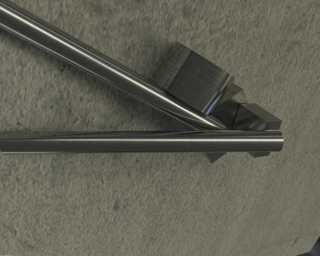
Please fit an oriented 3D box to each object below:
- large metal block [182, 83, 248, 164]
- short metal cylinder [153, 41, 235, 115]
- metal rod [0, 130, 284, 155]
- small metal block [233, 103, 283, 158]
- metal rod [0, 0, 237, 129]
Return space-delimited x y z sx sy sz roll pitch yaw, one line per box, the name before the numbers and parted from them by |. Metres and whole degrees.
large metal block | 0.078 -0.011 0.428 0.080 0.050 0.080 -35 129 -4
short metal cylinder | 0.040 -0.058 0.362 0.080 0.080 0.050 23 106 -37
metal rod | -0.015 0.015 0.342 0.302 0.025 0.025 0 121 -5
small metal block | 0.120 0.002 0.392 0.025 0.050 0.050 -4 121 -26
metal rod | -0.032 -0.049 0.324 0.302 0.025 0.025 26 104 -26
